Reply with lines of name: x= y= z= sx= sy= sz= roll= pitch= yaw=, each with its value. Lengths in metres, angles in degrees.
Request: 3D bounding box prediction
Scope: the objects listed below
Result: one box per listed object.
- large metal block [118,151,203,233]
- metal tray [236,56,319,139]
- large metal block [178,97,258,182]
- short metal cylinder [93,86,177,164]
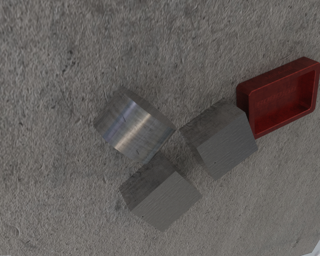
large metal block: x=0.002 y=0.093 z=0.449 sx=0.080 sy=0.050 sz=0.080 roll=-42 pitch=130 yaw=1
metal tray: x=0.181 y=-0.045 z=0.474 sx=0.131 sy=0.030 sz=0.090 roll=-23 pitch=127 yaw=-14
large metal block: x=0.086 y=0.017 z=0.448 sx=0.080 sy=0.050 sz=0.080 roll=-36 pitch=129 yaw=-4
short metal cylinder: x=-0.028 y=-0.004 z=0.354 sx=0.080 sy=0.080 sz=0.050 roll=32 pitch=101 yaw=-38
